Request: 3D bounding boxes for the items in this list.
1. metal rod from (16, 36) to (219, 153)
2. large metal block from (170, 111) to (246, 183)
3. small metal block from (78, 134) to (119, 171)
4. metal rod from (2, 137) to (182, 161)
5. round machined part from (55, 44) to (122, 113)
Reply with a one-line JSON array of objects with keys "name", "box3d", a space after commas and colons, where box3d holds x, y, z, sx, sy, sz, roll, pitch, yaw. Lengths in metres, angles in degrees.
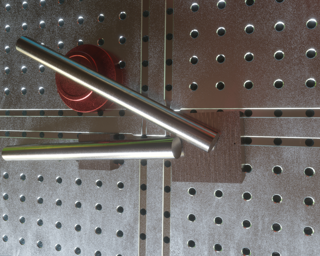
[{"name": "metal rod", "box3d": [-0.067, -0.051, 0.384, 0.301, 0.025, 0.025, 28, 99, 20]}, {"name": "large metal block", "box3d": [0.059, 0.022, 0.375, 0.080, 0.050, 0.079, -2, 89, 19]}, {"name": "small metal block", "box3d": [-0.088, 0.033, 0.443, 0.050, 0.025, 0.050, 0, 90, 19]}, {"name": "metal rod", "box3d": [-0.111, 0.031, 0.421, 0.300, 0.025, 0.025, -4, 89, 30]}, {"name": "round machined part", "box3d": [-0.107, -0.071, 0.440, 0.098, 0.042, 0.097, 0, 90, 19]}]
